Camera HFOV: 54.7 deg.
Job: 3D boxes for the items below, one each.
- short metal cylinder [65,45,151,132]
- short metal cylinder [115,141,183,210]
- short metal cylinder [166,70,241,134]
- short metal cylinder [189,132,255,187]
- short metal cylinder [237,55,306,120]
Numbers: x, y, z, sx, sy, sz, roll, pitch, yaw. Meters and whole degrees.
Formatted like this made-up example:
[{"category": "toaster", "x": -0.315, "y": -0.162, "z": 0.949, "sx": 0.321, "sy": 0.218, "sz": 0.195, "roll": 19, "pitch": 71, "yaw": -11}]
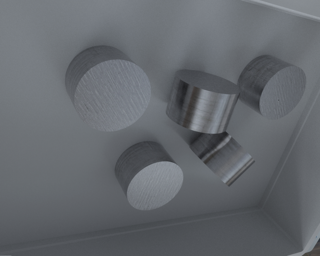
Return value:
[{"category": "short metal cylinder", "x": -0.057, "y": -0.043, "z": 0.335, "sx": 0.081, "sy": 0.050, "sz": 0.079, "roll": -14, "pitch": 124, "yaw": -21}, {"category": "short metal cylinder", "x": -0.016, "y": 0.065, "z": 0.424, "sx": 0.081, "sy": 0.050, "sz": 0.079, "roll": -14, "pitch": 124, "yaw": -21}, {"category": "short metal cylinder", "x": 0.052, "y": -0.034, "z": 0.380, "sx": 0.081, "sy": 0.080, "sz": 0.050, "roll": 0, "pitch": 119, "yaw": -28}, {"category": "short metal cylinder", "x": 0.088, "y": 0.038, "z": 0.444, "sx": 0.050, "sy": 0.080, "sz": 0.080, "roll": -45, "pitch": 129, "yaw": 3}, {"category": "short metal cylinder", "x": 0.158, "y": -0.058, "z": 0.442, "sx": 0.081, "sy": 0.050, "sz": 0.079, "roll": -14, "pitch": 124, "yaw": -21}]
